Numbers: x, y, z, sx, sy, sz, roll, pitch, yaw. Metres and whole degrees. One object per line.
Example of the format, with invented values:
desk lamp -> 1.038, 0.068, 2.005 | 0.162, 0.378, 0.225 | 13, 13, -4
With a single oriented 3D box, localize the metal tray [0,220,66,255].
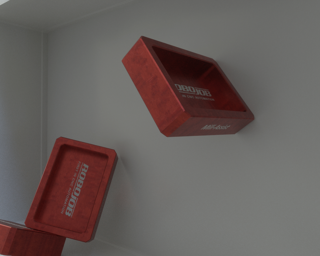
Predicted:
metal tray -> -0.204, 0.144, 0.414 | 0.130, 0.090, 0.030 | 1, 67, 30

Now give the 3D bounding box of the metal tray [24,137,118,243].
metal tray -> -0.121, 0.085, 0.440 | 0.090, 0.030, 0.130 | 14, 70, 2

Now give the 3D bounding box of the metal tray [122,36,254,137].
metal tray -> 0.034, -0.037, 0.311 | 0.030, 0.131, 0.090 | -43, 64, 32
